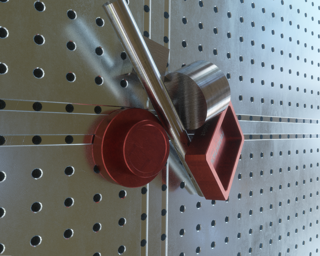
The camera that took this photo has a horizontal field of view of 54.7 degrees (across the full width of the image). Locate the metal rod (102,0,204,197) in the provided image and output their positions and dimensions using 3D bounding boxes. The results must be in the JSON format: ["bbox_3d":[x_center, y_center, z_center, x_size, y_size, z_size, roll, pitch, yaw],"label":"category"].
[{"bbox_3d":[0.010,-0.018,0.398,0.025,0.025,0.299,-47,126,-30],"label":"metal rod"}]

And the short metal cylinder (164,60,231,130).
[{"bbox_3d":[0.046,-0.044,0.414,0.050,0.080,0.080,-32,110,-36],"label":"short metal cylinder"}]

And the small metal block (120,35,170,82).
[{"bbox_3d":[-0.018,-0.085,0.396,0.050,0.025,0.050,17,79,-39],"label":"small metal block"}]

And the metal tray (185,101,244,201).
[{"bbox_3d":[0.085,0.028,0.452,0.090,0.030,0.130,61,40,-31],"label":"metal tray"}]

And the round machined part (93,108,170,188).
[{"bbox_3d":[-0.027,0.024,0.376,0.099,0.042,0.097,0,90,-40],"label":"round machined part"}]
